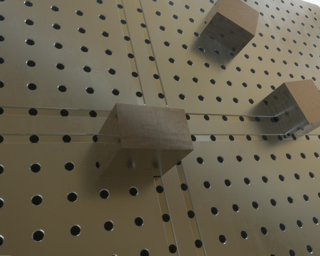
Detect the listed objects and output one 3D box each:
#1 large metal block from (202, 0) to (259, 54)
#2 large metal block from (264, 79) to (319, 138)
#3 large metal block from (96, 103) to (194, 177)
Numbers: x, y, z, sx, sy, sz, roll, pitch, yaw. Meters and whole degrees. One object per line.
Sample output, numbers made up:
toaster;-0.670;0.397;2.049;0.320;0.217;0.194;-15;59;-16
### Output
large metal block;0.135;-0.200;0.586;0.080;0.050;0.080;29;52;-10
large metal block;0.245;-0.036;0.545;0.081;0.050;0.080;-10;67;-33
large metal block;-0.021;0.018;0.351;0.081;0.080;0.050;3;60;-27
